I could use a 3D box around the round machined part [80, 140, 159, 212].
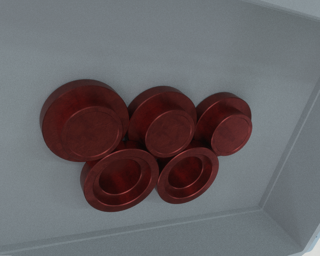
[{"bbox_3d":[-0.054,0.057,0.401,0.099,0.042,0.097,-14,124,-21],"label":"round machined part"}]

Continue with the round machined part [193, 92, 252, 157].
[{"bbox_3d":[0.092,0.001,0.445,0.099,0.042,0.097,-13,123,-21],"label":"round machined part"}]

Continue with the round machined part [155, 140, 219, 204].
[{"bbox_3d":[0.032,0.059,0.449,0.099,0.042,0.097,-14,124,-21],"label":"round machined part"}]

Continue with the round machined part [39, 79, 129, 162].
[{"bbox_3d":[-0.081,-0.002,0.349,0.099,0.042,0.097,-14,124,-22],"label":"round machined part"}]

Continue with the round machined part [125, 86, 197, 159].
[{"bbox_3d":[0.005,-0.001,0.397,0.099,0.042,0.097,-13,123,-21],"label":"round machined part"}]
